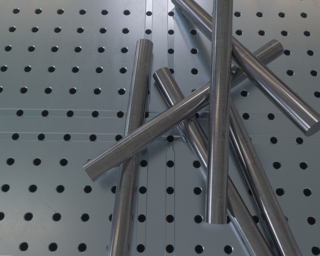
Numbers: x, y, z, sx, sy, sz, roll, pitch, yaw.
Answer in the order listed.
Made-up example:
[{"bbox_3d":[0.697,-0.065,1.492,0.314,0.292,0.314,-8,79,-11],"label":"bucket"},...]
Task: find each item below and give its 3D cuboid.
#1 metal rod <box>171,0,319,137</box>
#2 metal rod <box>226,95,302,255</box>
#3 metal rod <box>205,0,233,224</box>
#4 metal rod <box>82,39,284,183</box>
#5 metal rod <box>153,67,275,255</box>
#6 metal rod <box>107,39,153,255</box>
[{"bbox_3d":[0.094,-0.103,0.403,0.025,0.025,0.300,-26,54,-9],"label":"metal rod"},{"bbox_3d":[0.124,0.070,0.386,0.025,0.025,0.299,-17,71,-6],"label":"metal rod"},{"bbox_3d":[0.073,-0.039,0.375,0.025,0.025,0.299,3,83,1],"label":"metal rod"},{"bbox_3d":[0.038,-0.029,0.394,0.301,0.025,0.025,-34,74,-12],"label":"metal rod"},{"bbox_3d":[0.066,0.048,0.394,0.025,0.025,0.299,-25,72,-9],"label":"metal rod"},{"bbox_3d":[-0.036,0.016,0.405,0.025,0.025,0.299,5,70,2],"label":"metal rod"}]
